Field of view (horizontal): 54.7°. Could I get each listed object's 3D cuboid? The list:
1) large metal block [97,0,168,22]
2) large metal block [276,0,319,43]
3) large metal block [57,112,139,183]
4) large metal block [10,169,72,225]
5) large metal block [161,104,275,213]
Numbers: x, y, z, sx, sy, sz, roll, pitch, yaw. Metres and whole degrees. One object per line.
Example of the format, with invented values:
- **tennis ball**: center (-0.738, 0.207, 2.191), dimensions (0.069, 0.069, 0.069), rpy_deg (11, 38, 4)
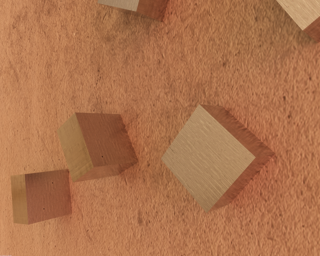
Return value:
- **large metal block**: center (-0.030, -0.195, 0.414), dimensions (0.080, 0.050, 0.079), rpy_deg (27, 107, 36)
- **large metal block**: center (0.143, -0.137, 0.271), dimensions (0.080, 0.050, 0.080), rpy_deg (-42, 65, 32)
- **large metal block**: center (-0.088, 0.026, 0.442), dimensions (0.050, 0.081, 0.080), rpy_deg (-36, 68, 34)
- **large metal block**: center (-0.206, 0.117, 0.539), dimensions (0.050, 0.081, 0.080), rpy_deg (-11, 83, 39)
- **large metal block**: center (0.061, 0.031, 0.339), dimensions (0.080, 0.050, 0.080), rpy_deg (48, 118, 29)
